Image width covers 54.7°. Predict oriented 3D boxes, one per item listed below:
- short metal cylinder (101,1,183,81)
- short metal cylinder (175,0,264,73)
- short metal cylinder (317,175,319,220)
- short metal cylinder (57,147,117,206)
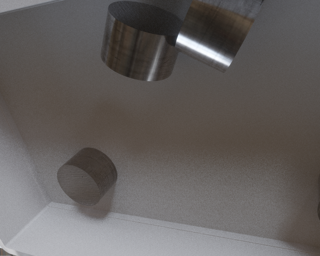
[{"bbox_3d":[-0.018,-0.092,0.324,0.080,0.080,0.050,27,128,10],"label":"short metal cylinder"},{"bbox_3d":[0.054,-0.097,0.281,0.050,0.080,0.079,27,128,2],"label":"short metal cylinder"},{"bbox_3d":[0.212,0.076,0.328,0.080,0.050,0.079,13,124,20],"label":"short metal cylinder"},{"bbox_3d":[-0.117,0.078,0.500,0.080,0.050,0.079,13,124,20],"label":"short metal cylinder"}]
